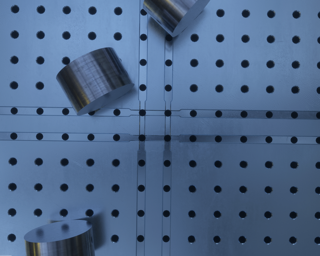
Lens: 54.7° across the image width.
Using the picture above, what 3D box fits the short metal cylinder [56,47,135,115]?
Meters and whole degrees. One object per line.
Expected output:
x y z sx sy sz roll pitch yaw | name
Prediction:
-0.079 -0.057 0.385 0.080 0.080 0.050 -29 90 0 | short metal cylinder

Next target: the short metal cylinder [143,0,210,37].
0.025 -0.161 0.386 0.050 0.080 0.080 44 90 -1 | short metal cylinder

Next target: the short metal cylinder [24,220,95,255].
-0.123 0.152 0.384 0.081 0.080 0.050 -5 90 -1 | short metal cylinder
